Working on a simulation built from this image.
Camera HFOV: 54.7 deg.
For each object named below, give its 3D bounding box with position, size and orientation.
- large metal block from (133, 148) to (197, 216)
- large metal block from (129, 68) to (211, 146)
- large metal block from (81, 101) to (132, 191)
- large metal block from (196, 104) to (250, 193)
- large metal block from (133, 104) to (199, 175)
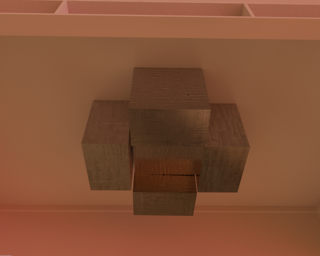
[{"bbox_3d":[0.005,0.074,0.434,0.081,0.080,0.050,1,130,-1],"label":"large metal block"},{"bbox_3d":[0.009,-0.025,0.349,0.081,0.080,0.050,1,130,-1],"label":"large metal block"},{"bbox_3d":[-0.060,0.021,0.389,0.050,0.080,0.079,1,130,-1],"label":"large metal block"},{"bbox_3d":[0.073,0.025,0.394,0.050,0.080,0.079,1,130,-1],"label":"large metal block"},{"bbox_3d":[0.008,0.015,0.402,0.081,0.050,0.079,0,130,-1],"label":"large metal block"}]
